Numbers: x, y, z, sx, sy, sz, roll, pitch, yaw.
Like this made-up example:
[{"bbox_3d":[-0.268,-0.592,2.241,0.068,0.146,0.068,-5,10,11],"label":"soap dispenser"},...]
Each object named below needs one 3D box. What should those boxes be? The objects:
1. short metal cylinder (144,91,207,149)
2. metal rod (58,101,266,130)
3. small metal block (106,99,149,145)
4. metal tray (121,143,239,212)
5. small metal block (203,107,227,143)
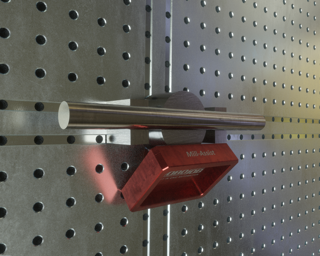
[{"bbox_3d":[0.015,-0.007,0.405,0.081,0.050,0.080,0,90,-40],"label":"short metal cylinder"},{"bbox_3d":[0.031,-0.010,0.370,0.302,0.025,0.025,1,90,-40],"label":"metal rod"},{"bbox_3d":[-0.038,-0.007,0.361,0.025,0.050,0.050,-1,91,-40],"label":"small metal block"},{"bbox_3d":[0.027,0.061,0.393,0.131,0.089,0.030,1,47,-40],"label":"metal tray"},{"bbox_3d":[0.069,-0.004,0.451,0.025,0.050,0.050,-1,91,-40],"label":"small metal block"}]
